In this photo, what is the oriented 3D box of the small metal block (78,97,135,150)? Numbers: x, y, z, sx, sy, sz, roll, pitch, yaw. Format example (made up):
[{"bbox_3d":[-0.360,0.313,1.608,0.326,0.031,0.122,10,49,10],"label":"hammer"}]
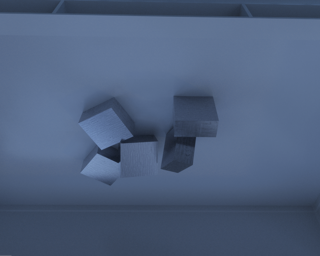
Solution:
[{"bbox_3d":[-0.068,-0.005,0.402,0.050,0.025,0.050,-23,123,18],"label":"small metal block"}]

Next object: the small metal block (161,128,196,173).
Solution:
[{"bbox_3d":[0.024,0.027,0.405,0.025,0.050,0.050,16,156,-13],"label":"small metal block"}]

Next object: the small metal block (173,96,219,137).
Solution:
[{"bbox_3d":[0.042,-0.015,0.381,0.050,0.050,0.025,1,130,-1],"label":"small metal block"}]

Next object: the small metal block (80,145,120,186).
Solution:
[{"bbox_3d":[-0.080,0.053,0.453,0.050,0.025,0.050,29,124,-23],"label":"small metal block"}]

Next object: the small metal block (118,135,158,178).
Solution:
[{"bbox_3d":[-0.030,0.038,0.424,0.050,0.025,0.050,-3,109,-14],"label":"small metal block"}]
